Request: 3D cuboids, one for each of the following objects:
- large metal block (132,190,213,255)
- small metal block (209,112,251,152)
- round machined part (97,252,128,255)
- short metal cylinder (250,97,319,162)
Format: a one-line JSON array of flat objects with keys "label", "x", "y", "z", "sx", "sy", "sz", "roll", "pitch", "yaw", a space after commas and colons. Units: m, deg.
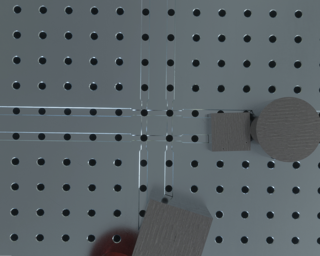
[{"label": "large metal block", "x": 0.014, "y": 0.136, "z": 0.401, "sx": 0.080, "sy": 0.050, "sz": 0.080, "roll": 18, "pitch": 90, "yaw": 0}, {"label": "small metal block", "x": 0.092, "y": 0.005, "z": 0.414, "sx": 0.050, "sy": 0.025, "sz": 0.050, "roll": -2, "pitch": 90, "yaw": 0}, {"label": "round machined part", "x": -0.057, "y": 0.198, "z": 0.391, "sx": 0.098, "sy": 0.042, "sz": 0.097, "roll": 6, "pitch": 115, "yaw": 14}, {"label": "short metal cylinder", "x": 0.157, "y": 0.002, "z": 0.402, "sx": 0.081, "sy": 0.050, "sz": 0.080, "roll": 0, "pitch": 90, "yaw": 0}]
